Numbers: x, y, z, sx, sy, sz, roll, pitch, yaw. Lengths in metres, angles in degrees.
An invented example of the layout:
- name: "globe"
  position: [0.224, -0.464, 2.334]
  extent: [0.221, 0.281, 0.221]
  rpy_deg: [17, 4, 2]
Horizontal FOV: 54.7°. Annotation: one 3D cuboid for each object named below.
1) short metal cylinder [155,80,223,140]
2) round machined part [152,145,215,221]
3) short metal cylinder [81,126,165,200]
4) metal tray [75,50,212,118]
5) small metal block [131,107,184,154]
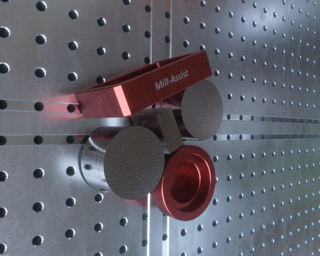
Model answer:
- name: "short metal cylinder"
  position: [0.041, -0.024, 0.422]
  extent: [0.081, 0.050, 0.079]
  rpy_deg: [0, 90, -40]
- name: "round machined part"
  position: [0.027, 0.071, 0.416]
  extent: [0.099, 0.042, 0.097]
  rpy_deg: [0, 90, -40]
- name: "short metal cylinder"
  position: [-0.042, 0.037, 0.353]
  extent: [0.081, 0.050, 0.079]
  rpy_deg: [0, 90, -40]
- name: "metal tray"
  position: [-0.016, -0.050, 0.347]
  extent: [0.131, 0.090, 0.030]
  rpy_deg: [-29, 109, -36]
- name: "small metal block"
  position: [-0.004, 0.003, 0.384]
  extent: [0.025, 0.050, 0.050]
  rpy_deg: [-32, 110, -36]
